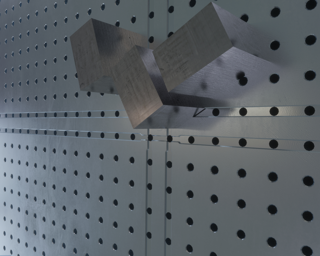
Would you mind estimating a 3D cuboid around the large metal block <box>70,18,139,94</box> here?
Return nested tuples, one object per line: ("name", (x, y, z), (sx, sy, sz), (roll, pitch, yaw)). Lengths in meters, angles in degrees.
("large metal block", (-0.070, -0.095, 0.433), (0.050, 0.081, 0.080), (-23, 76, 38))

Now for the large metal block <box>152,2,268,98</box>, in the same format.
("large metal block", (0.054, -0.076, 0.330), (0.080, 0.081, 0.050), (-32, 70, 35))

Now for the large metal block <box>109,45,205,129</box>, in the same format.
("large metal block", (-0.003, -0.046, 0.377), (0.050, 0.081, 0.080), (-37, 67, 34))
